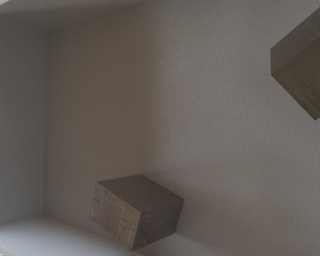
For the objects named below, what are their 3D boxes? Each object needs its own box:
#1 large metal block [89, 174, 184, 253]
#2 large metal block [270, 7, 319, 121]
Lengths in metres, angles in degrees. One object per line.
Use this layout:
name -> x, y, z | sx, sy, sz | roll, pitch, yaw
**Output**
large metal block -> -0.030, 0.103, 0.396 | 0.080, 0.081, 0.050 | 24, 105, 37
large metal block -> 0.138, -0.063, 0.247 | 0.050, 0.080, 0.080 | 44, 122, -7
